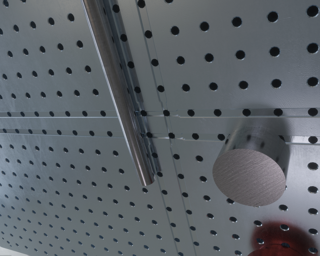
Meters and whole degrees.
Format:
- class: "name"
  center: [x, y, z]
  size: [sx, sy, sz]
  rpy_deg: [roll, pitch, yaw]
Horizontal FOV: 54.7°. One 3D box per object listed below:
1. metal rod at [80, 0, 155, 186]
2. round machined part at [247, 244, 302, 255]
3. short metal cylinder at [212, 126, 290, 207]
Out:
- class: "metal rod"
  center: [-0.054, -0.051, 0.408]
  size: [0.025, 0.025, 0.298]
  rpy_deg: [0, 119, 28]
- class: "round machined part"
  center: [0.170, 0.205, 0.438]
  size: [0.098, 0.042, 0.097]
  rpy_deg: [13, 124, 21]
- class: "short metal cylinder"
  center: [0.108, 0.045, 0.366]
  size: [0.080, 0.050, 0.079]
  rpy_deg: [13, 124, 21]
